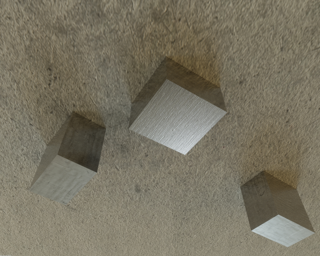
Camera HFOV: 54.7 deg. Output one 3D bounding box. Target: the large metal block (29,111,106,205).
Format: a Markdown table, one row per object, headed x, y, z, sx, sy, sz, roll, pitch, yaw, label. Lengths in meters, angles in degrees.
| x | y | z | sx | sy | sz | roll | pitch | yaw | label |
| --- | --- | --- | --- | --- | --- | --- | --- | --- | --- |
| -0.118 | 0.039 | 0.403 | 0.050 | 0.080 | 0.080 | 31 | 124 | -23 | large metal block |

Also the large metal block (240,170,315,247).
| x | y | z | sx | sy | sz | roll | pitch | yaw | label |
| --- | --- | --- | --- | --- | --- | --- | --- | --- | --- |
| 0.179 | 0.125 | 0.479 | 0.080 | 0.080 | 0.050 | 29 | 124 | -22 | large metal block |

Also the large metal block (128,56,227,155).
| x | y | z | sx | sy | sz | roll | pitch | yaw | label |
| --- | --- | --- | --- | --- | --- | --- | --- | --- | --- |
| 0.019 | -0.024 | 0.370 | 0.080 | 0.050 | 0.080 | 26 | 125 | -21 | large metal block |
